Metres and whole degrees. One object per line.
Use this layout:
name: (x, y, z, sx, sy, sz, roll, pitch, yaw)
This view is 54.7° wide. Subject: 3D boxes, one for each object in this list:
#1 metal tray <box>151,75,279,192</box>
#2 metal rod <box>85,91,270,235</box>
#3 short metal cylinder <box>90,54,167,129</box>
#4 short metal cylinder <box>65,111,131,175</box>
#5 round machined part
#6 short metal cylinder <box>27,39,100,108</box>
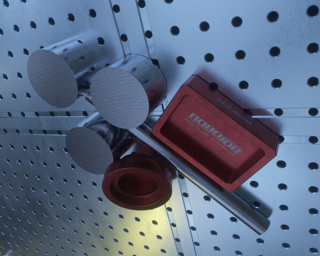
metal tray: (0.064, 0.009, 0.379, 0.130, 0.030, 0.089, 37, 130, 3)
metal rod: (0.023, 0.043, 0.426, 0.300, 0.025, 0.025, 38, 129, 2)
short metal cylinder: (-0.039, -0.046, 0.386, 0.080, 0.050, 0.079, 13, 124, 21)
short metal cylinder: (-0.090, 0.021, 0.455, 0.080, 0.050, 0.079, 13, 124, 21)
round machined part: (-0.031, 0.074, 0.449, 0.099, 0.042, 0.097, 2, 132, 2)
short metal cylinder: (-0.129, -0.074, 0.418, 0.080, 0.050, 0.079, 13, 124, 21)
